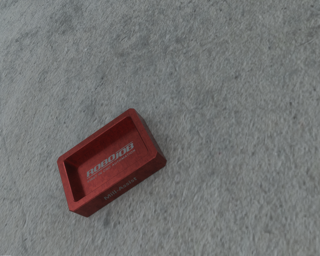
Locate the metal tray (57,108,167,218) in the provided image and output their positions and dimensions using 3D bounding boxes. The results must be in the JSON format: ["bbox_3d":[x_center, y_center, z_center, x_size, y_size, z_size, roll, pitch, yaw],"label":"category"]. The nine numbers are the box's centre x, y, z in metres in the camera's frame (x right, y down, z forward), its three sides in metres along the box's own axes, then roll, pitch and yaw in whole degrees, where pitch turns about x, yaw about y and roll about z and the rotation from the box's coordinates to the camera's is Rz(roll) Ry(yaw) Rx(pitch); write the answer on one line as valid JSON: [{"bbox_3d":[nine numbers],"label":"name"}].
[{"bbox_3d":[-0.067,0.044,0.406,0.130,0.030,0.090,-34,52,5],"label":"metal tray"}]
